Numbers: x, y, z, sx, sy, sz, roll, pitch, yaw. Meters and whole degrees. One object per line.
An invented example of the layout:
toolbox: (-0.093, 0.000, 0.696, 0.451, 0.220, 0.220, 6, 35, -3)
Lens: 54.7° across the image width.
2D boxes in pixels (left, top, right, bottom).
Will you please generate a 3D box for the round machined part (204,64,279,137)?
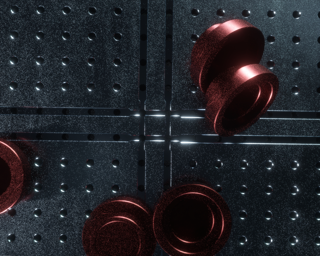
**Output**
round machined part: (0.096, -0.039, 0.388, 0.098, 0.098, 0.042, -38, 55, 0)

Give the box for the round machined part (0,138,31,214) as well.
round machined part: (-0.216, 0.061, 0.402, 0.099, 0.042, 0.097, 0, 90, -1)

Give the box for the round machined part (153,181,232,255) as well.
round machined part: (0.040, 0.118, 0.405, 0.099, 0.042, 0.097, 0, 90, -2)

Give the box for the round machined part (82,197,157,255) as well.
round machined part: (-0.053, 0.143, 0.404, 0.099, 0.042, 0.097, 0, 90, -1)

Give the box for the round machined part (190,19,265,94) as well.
round machined part: (0.078, -0.090, 0.388, 0.098, 0.098, 0.042, -38, 55, 0)
